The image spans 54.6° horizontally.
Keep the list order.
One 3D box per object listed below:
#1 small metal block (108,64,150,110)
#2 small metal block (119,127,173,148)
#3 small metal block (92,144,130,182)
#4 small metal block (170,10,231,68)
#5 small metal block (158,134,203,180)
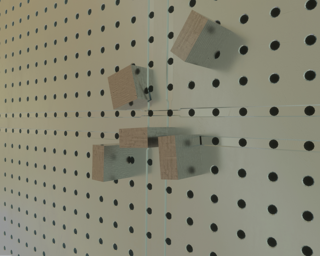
[{"bbox_3d":[-0.046,-0.057,0.449,0.050,0.025,0.050,-19,78,38],"label":"small metal block"},{"bbox_3d":[-0.018,0.012,0.409,0.050,0.050,0.025,-3,88,40],"label":"small metal block"},{"bbox_3d":[-0.071,0.049,0.453,0.025,0.050,0.050,2,92,40],"label":"small metal block"},{"bbox_3d":[0.047,-0.100,0.355,0.025,0.050,0.050,44,117,31],"label":"small metal block"},{"bbox_3d":[0.025,0.034,0.373,0.025,0.050,0.050,-7,86,40],"label":"small metal block"}]
